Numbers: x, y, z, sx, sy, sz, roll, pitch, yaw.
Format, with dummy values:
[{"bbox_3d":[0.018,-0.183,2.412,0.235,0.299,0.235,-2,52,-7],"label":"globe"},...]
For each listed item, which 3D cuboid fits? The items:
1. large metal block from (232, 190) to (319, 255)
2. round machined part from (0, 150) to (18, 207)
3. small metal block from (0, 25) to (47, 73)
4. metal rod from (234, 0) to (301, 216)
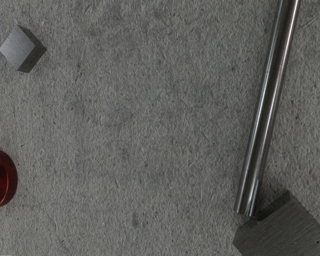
[{"bbox_3d":[0.141,0.130,0.346,0.080,0.050,0.080,-43,77,15],"label":"large metal block"},{"bbox_3d":[-0.285,0.084,0.500,0.098,0.042,0.097,0,90,20],"label":"round machined part"},{"bbox_3d":[-0.214,-0.123,0.485,0.050,0.025,0.050,-46,76,14],"label":"small metal block"},{"bbox_3d":[0.129,-0.045,0.363,0.025,0.025,0.298,12,94,19],"label":"metal rod"}]
